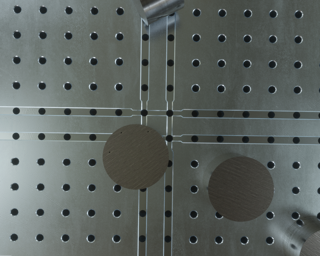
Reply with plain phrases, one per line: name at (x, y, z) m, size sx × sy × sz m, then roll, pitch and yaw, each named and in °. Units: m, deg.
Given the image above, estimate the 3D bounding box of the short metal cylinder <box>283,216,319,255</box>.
short metal cylinder at (0.210, 0.162, 0.403) m, size 0.081 × 0.050 × 0.079 m, roll 0°, pitch 90°, yaw 0°

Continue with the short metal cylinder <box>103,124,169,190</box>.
short metal cylinder at (-0.029, 0.035, 0.401) m, size 0.081 × 0.050 × 0.079 m, roll 0°, pitch 90°, yaw 0°

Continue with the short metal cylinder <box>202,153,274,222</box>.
short metal cylinder at (0.099, 0.074, 0.402) m, size 0.081 × 0.050 × 0.079 m, roll 0°, pitch 90°, yaw 0°

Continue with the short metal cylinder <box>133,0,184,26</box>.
short metal cylinder at (-0.011, -0.176, 0.386) m, size 0.050 × 0.080 × 0.080 m, roll -27°, pitch 90°, yaw 0°
